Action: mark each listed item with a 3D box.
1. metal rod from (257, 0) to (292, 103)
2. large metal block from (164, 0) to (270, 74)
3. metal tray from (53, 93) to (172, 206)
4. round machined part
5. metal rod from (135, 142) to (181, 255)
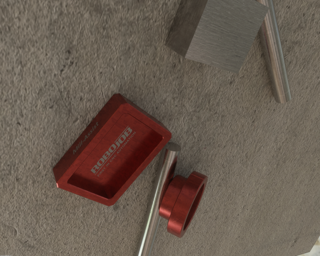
[{"bbox_3d":[0.132,-0.146,0.390,0.025,0.025,0.299,-36,130,-5],"label":"metal rod"},{"bbox_3d":[0.063,-0.116,0.355,0.081,0.050,0.079,9,114,-33],"label":"large metal block"},{"bbox_3d":[-0.059,0.032,0.392,0.130,0.030,0.090,-50,129,7],"label":"metal tray"},{"bbox_3d":[0.032,0.108,0.462,0.098,0.042,0.097,-56,159,-34],"label":"round machined part"},{"bbox_3d":[-0.015,0.157,0.497,0.025,0.025,0.298,-1,119,-29],"label":"metal rod"}]
